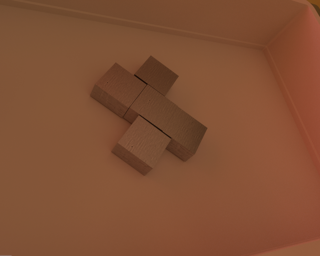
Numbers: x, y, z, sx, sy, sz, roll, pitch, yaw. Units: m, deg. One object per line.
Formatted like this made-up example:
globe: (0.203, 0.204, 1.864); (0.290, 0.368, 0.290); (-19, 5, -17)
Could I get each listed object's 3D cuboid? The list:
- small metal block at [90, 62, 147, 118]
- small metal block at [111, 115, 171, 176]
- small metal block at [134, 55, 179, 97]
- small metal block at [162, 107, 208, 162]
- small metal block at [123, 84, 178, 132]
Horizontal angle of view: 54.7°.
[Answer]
small metal block: (-0.054, -0.050, 0.404); (0.050, 0.025, 0.050); (36, 51, -5)
small metal block: (-0.022, 0.021, 0.379); (0.050, 0.025, 0.050); (37, 52, -4)
small metal block: (-0.009, -0.067, 0.439); (0.050, 0.025, 0.050); (36, 50, -4)
small metal block: (0.029, 0.008, 0.413); (0.050, 0.025, 0.050); (36, 51, -5)
small metal block: (-0.012, -0.022, 0.409); (0.050, 0.025, 0.050); (36, 51, -5)
